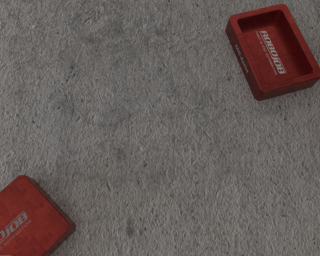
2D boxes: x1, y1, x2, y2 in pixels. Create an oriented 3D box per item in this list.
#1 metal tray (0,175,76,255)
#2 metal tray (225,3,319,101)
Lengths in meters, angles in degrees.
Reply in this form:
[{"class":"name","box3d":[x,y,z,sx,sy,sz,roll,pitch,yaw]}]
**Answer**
[{"class":"metal tray","box3d":[-0.177,0.131,0.356,0.090,0.030,0.130,42,75,14]},{"class":"metal tray","box3d":[0.160,-0.111,0.446,0.091,0.030,0.130,-15,71,-6]}]
